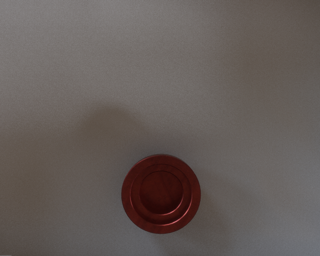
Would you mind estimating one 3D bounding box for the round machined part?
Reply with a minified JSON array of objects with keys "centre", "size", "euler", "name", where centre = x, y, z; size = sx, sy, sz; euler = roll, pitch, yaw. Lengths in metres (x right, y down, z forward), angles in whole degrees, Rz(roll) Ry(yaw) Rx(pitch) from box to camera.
[{"centre":[0.002,0.082,0.403],"size":[0.099,0.042,0.097],"euler":[0,90,0],"name":"round machined part"}]
